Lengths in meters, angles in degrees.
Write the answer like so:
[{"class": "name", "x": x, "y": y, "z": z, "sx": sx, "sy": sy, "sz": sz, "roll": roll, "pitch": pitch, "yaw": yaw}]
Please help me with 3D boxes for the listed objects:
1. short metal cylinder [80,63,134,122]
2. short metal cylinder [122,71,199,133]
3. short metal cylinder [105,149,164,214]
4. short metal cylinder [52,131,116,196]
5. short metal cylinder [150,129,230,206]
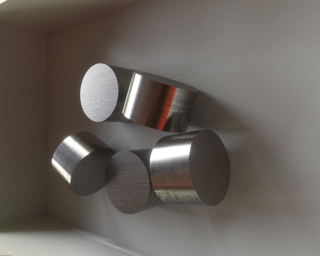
[{"class": "short metal cylinder", "x": -0.068, "y": -0.048, "z": 0.442, "sx": 0.080, "sy": 0.050, "sz": 0.079, "roll": 0, "pitch": 90, "yaw": 39}, {"class": "short metal cylinder", "x": 0.001, "y": -0.032, "z": 0.368, "sx": 0.080, "sy": 0.081, "sz": 0.050, "roll": 27, "pitch": 107, "yaw": 36}, {"class": "short metal cylinder", "x": -0.027, "y": 0.068, "z": 0.408, "sx": 0.080, "sy": 0.050, "sz": 0.079, "roll": 0, "pitch": 90, "yaw": 39}, {"class": "short metal cylinder", "x": -0.109, "y": 0.052, "z": 0.455, "sx": 0.050, "sy": 0.081, "sz": 0.079, "roll": 34, "pitch": 111, "yaw": 34}, {"class": "short metal cylinder", "x": 0.034, "y": 0.044, "z": 0.339, "sx": 0.050, "sy": 0.081, "sz": 0.080, "roll": -12, "pitch": 83, "yaw": 39}]
